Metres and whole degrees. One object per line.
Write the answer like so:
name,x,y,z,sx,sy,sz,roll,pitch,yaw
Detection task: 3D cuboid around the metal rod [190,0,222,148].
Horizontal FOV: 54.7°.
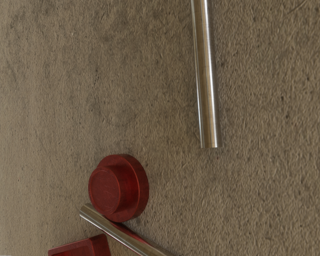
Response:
metal rod,0.049,-0.126,0.362,0.025,0.025,0.298,-6,86,39

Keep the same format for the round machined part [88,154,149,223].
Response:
round machined part,-0.066,0.087,0.446,0.098,0.042,0.097,0,90,39

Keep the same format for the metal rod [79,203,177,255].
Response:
metal rod,-0.006,0.166,0.408,0.300,0.025,0.025,16,100,38

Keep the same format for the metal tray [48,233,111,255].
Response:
metal tray,-0.129,0.231,0.504,0.130,0.030,0.090,-28,73,36
